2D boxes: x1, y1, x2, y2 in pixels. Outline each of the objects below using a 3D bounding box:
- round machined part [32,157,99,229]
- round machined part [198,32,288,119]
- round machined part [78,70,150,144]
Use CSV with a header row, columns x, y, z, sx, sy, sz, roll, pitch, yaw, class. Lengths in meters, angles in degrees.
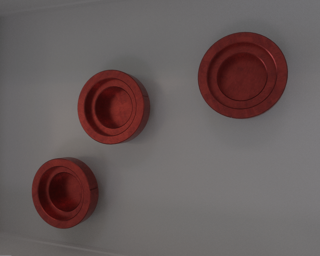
x,y,z,sx,sy,sz,roll,pitch,yaw,class
-0.131,0.091,0.448,0.098,0.042,0.097,0,90,20,round machined part
0.098,-0.059,0.367,0.098,0.042,0.097,0,90,20,round machined part
-0.058,-0.027,0.422,0.098,0.042,0.097,0,90,20,round machined part
